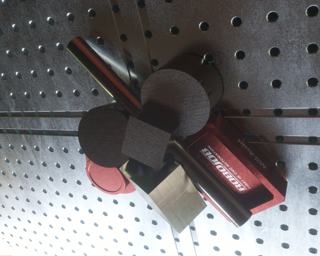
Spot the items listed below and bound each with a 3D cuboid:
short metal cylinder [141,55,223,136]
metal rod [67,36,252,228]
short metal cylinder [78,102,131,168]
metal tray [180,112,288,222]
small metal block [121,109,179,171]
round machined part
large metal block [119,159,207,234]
[{"bbox_3d":[0.026,-0.038,0.354,0.080,0.050,0.079,13,124,21],"label":"short metal cylinder"},{"bbox_3d":[-0.006,-0.001,0.377,0.300,0.025,0.025,46,130,8],"label":"metal rod"},{"bbox_3d":[-0.060,0.007,0.412,0.080,0.050,0.079,4,103,19],"label":"short metal cylinder"},{"bbox_3d":[0.082,0.054,0.393,0.130,0.030,0.090,45,129,-4],"label":"metal tray"},{"bbox_3d":[-0.012,0.013,0.352,0.050,0.025,0.050,24,119,14],"label":"small metal block"},{"bbox_3d":[-0.073,0.062,0.471,0.098,0.042,0.097,13,124,21],"label":"round machined part"},{"bbox_3d":[0.003,0.077,0.402,0.080,0.050,0.080,26,154,55],"label":"large metal block"}]
